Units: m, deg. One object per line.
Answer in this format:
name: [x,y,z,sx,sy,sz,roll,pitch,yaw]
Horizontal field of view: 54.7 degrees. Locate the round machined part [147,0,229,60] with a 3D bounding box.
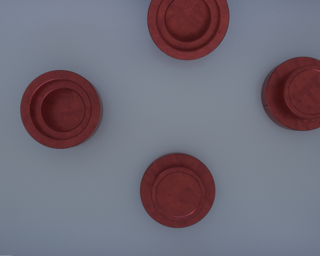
round machined part: [0.034,-0.139,0.391,0.099,0.042,0.097,1,117,1]

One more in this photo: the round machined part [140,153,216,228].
round machined part: [0.023,0.082,0.403,0.099,0.042,0.097,0,90,0]

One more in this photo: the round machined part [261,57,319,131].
round machined part: [0.188,-0.045,0.404,0.099,0.042,0.097,0,90,0]

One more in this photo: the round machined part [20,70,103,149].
round machined part: [-0.123,-0.023,0.402,0.099,0.042,0.097,0,90,0]
